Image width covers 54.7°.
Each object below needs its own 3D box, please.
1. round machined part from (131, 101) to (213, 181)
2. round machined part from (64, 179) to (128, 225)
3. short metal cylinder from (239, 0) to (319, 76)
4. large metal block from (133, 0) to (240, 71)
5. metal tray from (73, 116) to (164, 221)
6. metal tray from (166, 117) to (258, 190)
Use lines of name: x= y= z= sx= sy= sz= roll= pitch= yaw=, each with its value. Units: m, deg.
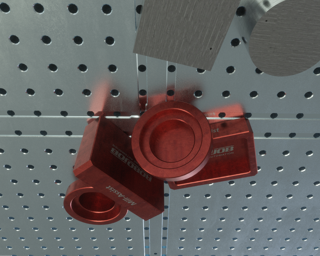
round machined part: x=0.017 y=0.019 z=0.388 sx=0.098 sy=0.098 sz=0.042 roll=-12 pitch=157 yaw=10
round machined part: x=-0.098 y=0.109 z=0.492 sx=0.099 sy=0.042 sz=0.097 roll=0 pitch=130 yaw=0
short metal cylinder: x=0.125 y=-0.099 z=0.312 sx=0.081 sy=0.050 sz=0.079 roll=0 pitch=130 yaw=0
large metal block: x=0.023 y=-0.111 z=0.301 sx=0.081 sy=0.050 sz=0.079 roll=11 pitch=129 yaw=-10
metal tray: x=-0.047 y=0.054 z=0.414 sx=0.030 sy=0.090 sz=0.130 roll=-33 pitch=123 yaw=25
metal tray: x=0.067 y=0.040 z=0.442 sx=0.131 sy=0.030 sz=0.090 roll=-12 pitch=129 yaw=10
